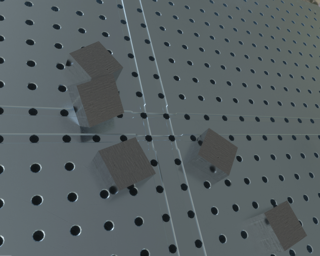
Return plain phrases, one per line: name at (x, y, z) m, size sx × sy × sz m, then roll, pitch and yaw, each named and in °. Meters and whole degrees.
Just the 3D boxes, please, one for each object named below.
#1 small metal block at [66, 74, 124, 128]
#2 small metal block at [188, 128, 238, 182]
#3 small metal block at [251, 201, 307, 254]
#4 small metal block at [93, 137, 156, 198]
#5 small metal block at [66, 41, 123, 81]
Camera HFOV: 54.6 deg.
small metal block at (-0.076, -0.034, 0.372) m, size 0.050 × 0.025 × 0.050 m, roll -27°, pitch 111°, yaw -37°
small metal block at (0.074, 0.036, 0.425) m, size 0.050 × 0.025 × 0.050 m, roll 34°, pitch 51°, yaw -6°
small metal block at (0.159, 0.131, 0.413) m, size 0.050 × 0.025 × 0.050 m, roll -13°, pitch 69°, yaw -33°
small metal block at (-0.041, 0.045, 0.358) m, size 0.050 × 0.025 × 0.050 m, roll -20°, pitch 73°, yaw -36°
small metal block at (-0.087, -0.081, 0.411) m, size 0.050 × 0.025 × 0.050 m, roll 48°, pitch 51°, yaw 5°
